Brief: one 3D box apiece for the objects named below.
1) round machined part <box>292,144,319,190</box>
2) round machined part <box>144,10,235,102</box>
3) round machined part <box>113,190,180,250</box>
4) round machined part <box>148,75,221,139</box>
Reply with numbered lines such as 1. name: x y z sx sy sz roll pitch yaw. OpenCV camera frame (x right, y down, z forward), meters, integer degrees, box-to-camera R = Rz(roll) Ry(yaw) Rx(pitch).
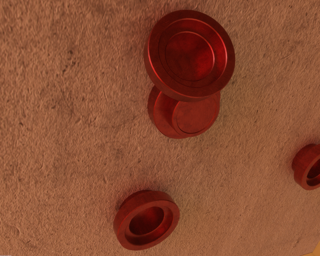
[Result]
1. round machined part: 0.297 0.070 0.601 0.099 0.042 0.097 -14 124 -21
2. round machined part: 0.030 -0.076 0.344 0.099 0.042 0.098 3 80 -16
3. round machined part: -0.023 0.132 0.465 0.099 0.042 0.097 -14 124 -21
4. round machined part: 0.037 -0.027 0.399 0.099 0.042 0.097 -14 124 -21
